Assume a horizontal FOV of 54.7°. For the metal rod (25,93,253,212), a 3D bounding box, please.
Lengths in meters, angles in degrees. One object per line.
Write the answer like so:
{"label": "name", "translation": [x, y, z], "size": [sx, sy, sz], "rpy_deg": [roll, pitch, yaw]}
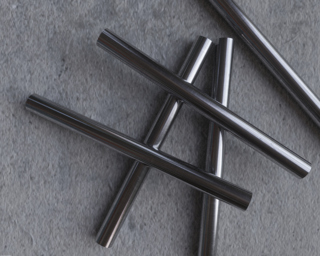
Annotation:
{"label": "metal rod", "translation": [-0.033, 0.026, 0.386], "size": [0.301, 0.025, 0.025], "rpy_deg": [24, 90, 9]}

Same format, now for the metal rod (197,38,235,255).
{"label": "metal rod", "translation": [0.074, 0.032, 0.410], "size": [0.025, 0.025, 0.298], "rpy_deg": [5, 90, -1]}

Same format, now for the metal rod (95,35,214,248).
{"label": "metal rod", "translation": [-0.007, 0.017, 0.409], "size": [0.025, 0.025, 0.299], "rpy_deg": [27, 90, -1]}

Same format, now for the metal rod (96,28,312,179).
{"label": "metal rod", "translation": [0.054, -0.030, 0.384], "size": [0.301, 0.025, 0.025], "rpy_deg": [33, 90, -1]}

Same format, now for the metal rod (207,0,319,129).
{"label": "metal rod", "translation": [0.161, -0.078, 0.412], "size": [0.025, 0.025, 0.300], "rpy_deg": [-41, 91, 0]}
